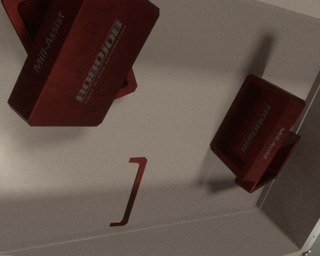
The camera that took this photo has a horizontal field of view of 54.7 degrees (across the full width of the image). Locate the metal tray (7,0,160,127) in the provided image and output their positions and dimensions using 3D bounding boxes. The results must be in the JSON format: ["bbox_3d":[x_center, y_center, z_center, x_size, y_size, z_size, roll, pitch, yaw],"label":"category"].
[{"bbox_3d":[-0.061,-0.063,0.268,0.129,0.030,0.090,-59,157,14],"label":"metal tray"}]

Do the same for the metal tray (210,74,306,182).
[{"bbox_3d":[0.132,-0.001,0.439,0.030,0.090,0.129,14,111,-30],"label":"metal tray"}]

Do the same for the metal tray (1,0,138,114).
[{"bbox_3d":[-0.083,-0.081,0.310,0.091,0.030,0.129,-25,128,-13],"label":"metal tray"}]

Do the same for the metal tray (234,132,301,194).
[{"bbox_3d":[0.178,0.049,0.505,0.131,0.030,0.089,-5,124,-53],"label":"metal tray"}]
